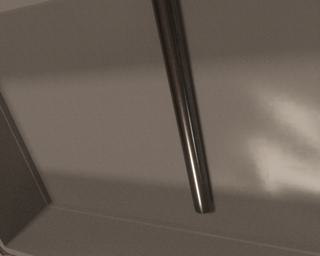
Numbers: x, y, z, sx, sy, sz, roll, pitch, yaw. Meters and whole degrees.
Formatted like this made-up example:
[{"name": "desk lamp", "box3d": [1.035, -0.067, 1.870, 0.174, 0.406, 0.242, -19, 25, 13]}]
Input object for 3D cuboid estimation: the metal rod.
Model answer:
[{"name": "metal rod", "box3d": [0.031, -0.016, 0.380, 0.025, 0.025, 0.298, 1, 119, 27]}]
